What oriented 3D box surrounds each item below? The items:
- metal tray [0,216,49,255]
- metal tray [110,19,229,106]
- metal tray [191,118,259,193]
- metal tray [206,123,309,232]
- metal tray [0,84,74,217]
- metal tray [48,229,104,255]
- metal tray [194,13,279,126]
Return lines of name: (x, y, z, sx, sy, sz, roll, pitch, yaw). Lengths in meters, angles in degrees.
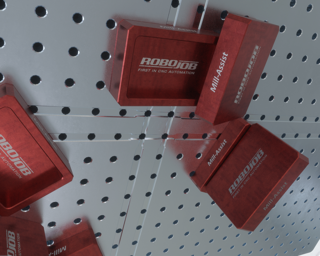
metal tray: (-0.170, 0.155, 0.345, 0.090, 0.130, 0.030, 32, 101, -38)
metal tray: (0.012, -0.072, 0.369, 0.131, 0.030, 0.089, -2, 119, -28)
metal tray: (0.122, 0.052, 0.505, 0.090, 0.030, 0.129, 22, 106, -36)
metal tray: (0.133, 0.069, 0.443, 0.030, 0.090, 0.130, 25, 105, -37)
metal tray: (-0.165, 0.029, 0.334, 0.090, 0.030, 0.130, -30, 128, -10)
metal tray: (-0.148, 0.214, 0.459, 0.131, 0.030, 0.090, -22, 127, -16)
metal tray: (0.098, -0.072, 0.395, 0.091, 0.030, 0.129, -14, 128, -48)
